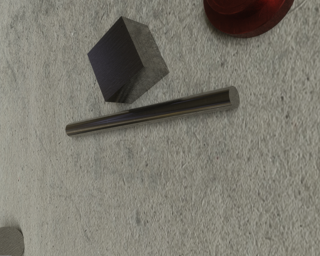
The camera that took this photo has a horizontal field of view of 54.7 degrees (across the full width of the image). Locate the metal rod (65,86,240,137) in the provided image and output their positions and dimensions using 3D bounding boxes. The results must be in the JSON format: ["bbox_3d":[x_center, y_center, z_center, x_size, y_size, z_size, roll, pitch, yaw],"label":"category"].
[{"bbox_3d":[-0.034,-0.015,0.430,0.300,0.025,0.025,-9,84,39],"label":"metal rod"}]

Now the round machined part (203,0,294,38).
[{"bbox_3d":[0.087,-0.147,0.321,0.098,0.042,0.097,0,90,39],"label":"round machined part"}]

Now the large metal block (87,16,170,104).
[{"bbox_3d":[-0.045,-0.089,0.424,0.080,0.050,0.080,-36,68,34],"label":"large metal block"}]

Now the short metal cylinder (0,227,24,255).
[{"bbox_3d":[-0.332,0.246,0.638,0.050,0.081,0.080,-16,80,39],"label":"short metal cylinder"}]
